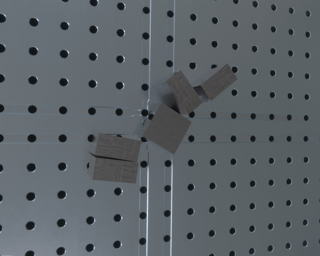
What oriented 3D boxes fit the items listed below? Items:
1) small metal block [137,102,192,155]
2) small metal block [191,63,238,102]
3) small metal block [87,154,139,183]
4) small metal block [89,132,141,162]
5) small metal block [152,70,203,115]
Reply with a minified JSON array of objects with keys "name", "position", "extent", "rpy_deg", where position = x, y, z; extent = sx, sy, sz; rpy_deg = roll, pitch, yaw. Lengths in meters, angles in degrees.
[{"name":"small metal block","position":[0.006,0.001,0.415],"extent":[0.050,0.025,0.050],"rpy_deg":[32,80,-17]},{"name":"small metal block","position":[0.068,-0.060,0.424],"extent":[0.050,0.050,0.025],"rpy_deg":[-39,103,-16]},{"name":"small metal block","position":[-0.058,0.049,0.378],"extent":[0.050,0.050,0.025],"rpy_deg":[9,87,-20]},{"name":"small metal block","position":[-0.056,0.022,0.379],"extent":[0.050,0.050,0.025],"rpy_deg":[12,86,-20]},{"name":"small metal block","position":[0.022,-0.045,0.407],"extent":[0.025,0.050,0.050],"rpy_deg":[-40,103,-15]}]
